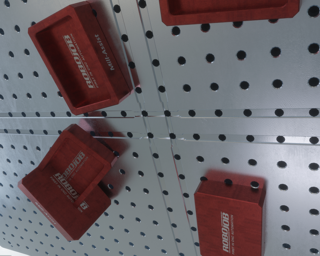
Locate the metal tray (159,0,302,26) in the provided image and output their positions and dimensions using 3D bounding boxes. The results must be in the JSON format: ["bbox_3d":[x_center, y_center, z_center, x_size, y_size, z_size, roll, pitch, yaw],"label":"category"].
[{"bbox_3d":[0.060,-0.146,0.285,0.130,0.030,0.090,5,121,25],"label":"metal tray"}]

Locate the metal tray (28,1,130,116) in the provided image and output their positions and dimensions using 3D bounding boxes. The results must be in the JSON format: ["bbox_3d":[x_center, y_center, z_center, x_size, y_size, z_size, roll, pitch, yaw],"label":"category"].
[{"bbox_3d":[-0.106,-0.087,0.411,0.090,0.030,0.130,-11,113,33],"label":"metal tray"}]

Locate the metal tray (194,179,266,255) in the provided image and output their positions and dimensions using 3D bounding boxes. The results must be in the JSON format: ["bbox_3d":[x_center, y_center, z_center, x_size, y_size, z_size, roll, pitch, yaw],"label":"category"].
[{"bbox_3d":[0.101,0.140,0.442,0.090,0.030,0.129,6,121,25],"label":"metal tray"}]

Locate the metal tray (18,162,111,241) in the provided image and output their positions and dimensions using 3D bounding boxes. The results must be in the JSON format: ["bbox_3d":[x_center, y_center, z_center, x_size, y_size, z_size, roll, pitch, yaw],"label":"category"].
[{"bbox_3d":[-0.155,0.110,0.517,0.130,0.090,0.030,51,140,-8],"label":"metal tray"}]

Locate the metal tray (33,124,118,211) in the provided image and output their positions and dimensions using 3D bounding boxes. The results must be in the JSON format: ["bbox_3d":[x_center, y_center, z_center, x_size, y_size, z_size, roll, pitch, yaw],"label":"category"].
[{"bbox_3d":[-0.141,0.068,0.496,0.090,0.030,0.129,39,113,-5],"label":"metal tray"}]
